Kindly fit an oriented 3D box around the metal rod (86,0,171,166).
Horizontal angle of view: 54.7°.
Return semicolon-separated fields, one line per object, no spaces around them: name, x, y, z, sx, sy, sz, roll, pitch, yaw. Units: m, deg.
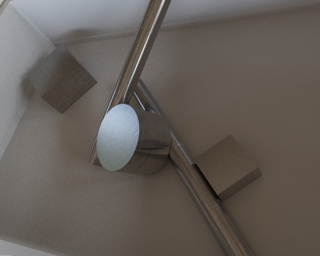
metal rod;-0.030;-0.088;0.399;0.025;0.025;0.298;31;103;37

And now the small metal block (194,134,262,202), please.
small metal block;0.074;0.043;0.340;0.050;0.025;0.050;-36;51;4

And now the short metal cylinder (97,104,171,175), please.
short metal cylinder;-0.033;0.015;0.378;0.080;0.050;0.080;-16;67;42

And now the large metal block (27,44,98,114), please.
large metal block;-0.167;-0.084;0.526;0.080;0.050;0.080;-42;51;-1

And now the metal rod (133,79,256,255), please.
metal rod;0.025;0.037;0.369;0.025;0.025;0.300;-35;51;5
